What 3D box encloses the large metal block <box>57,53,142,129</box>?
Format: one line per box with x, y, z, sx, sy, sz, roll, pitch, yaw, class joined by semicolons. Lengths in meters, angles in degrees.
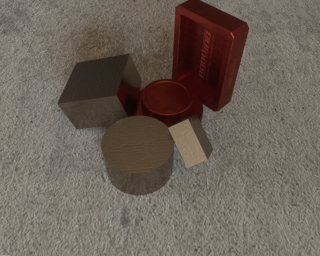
-0.076;-0.048;0.412;0.080;0.050;0.080;-6;48;17;large metal block

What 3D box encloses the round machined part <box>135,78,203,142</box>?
0.009;-0.029;0.420;0.099;0.042;0.098;0;50;0;round machined part

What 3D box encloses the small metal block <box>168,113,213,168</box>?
0.038;0.013;0.364;0.025;0.050;0.050;-25;92;19;small metal block

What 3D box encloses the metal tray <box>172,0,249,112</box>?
0.060;-0.094;0.414;0.030;0.129;0.090;-37;60;-27;metal tray

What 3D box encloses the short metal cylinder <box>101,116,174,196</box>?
-0.025;0.032;0.362;0.081;0.050;0.080;0;50;0;short metal cylinder
